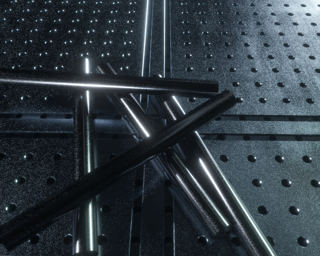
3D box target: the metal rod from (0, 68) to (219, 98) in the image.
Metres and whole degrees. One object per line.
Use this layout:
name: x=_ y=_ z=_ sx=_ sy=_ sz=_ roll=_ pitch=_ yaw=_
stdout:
metal rod: x=-0.072 y=-0.062 z=0.426 sx=0.302 sy=0.025 sz=0.025 roll=4 pitch=50 yaw=2

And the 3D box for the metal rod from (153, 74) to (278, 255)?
metal rod: x=0.051 y=0.035 z=0.378 sx=0.025 sy=0.025 sz=0.300 roll=-18 pitch=52 yaw=-15

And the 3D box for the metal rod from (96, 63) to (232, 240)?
metal rod: x=-0.012 y=0.008 z=0.400 sx=0.025 sy=0.025 sz=0.300 roll=-24 pitch=54 yaw=-19

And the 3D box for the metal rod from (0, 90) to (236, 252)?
metal rod: x=-0.027 y=0.032 z=0.347 sx=0.302 sy=0.025 sz=0.025 roll=-31 pitch=57 yaw=-24

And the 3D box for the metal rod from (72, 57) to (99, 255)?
metal rod: x=-0.098 y=0.011 z=0.396 sx=0.025 sy=0.025 sz=0.300 roll=-7 pitch=50 yaw=-7
